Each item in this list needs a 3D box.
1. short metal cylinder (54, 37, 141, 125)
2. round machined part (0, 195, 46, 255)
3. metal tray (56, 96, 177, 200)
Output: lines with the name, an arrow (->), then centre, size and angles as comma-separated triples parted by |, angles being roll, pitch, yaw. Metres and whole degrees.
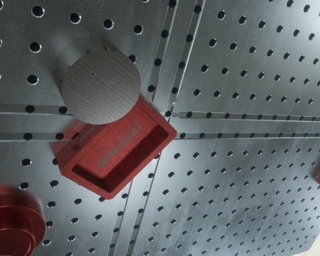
short metal cylinder -> -0.067, -0.050, 0.328 | 0.081, 0.050, 0.079 | -14, 124, -21
round machined part -> -0.191, 0.133, 0.379 | 0.099, 0.042, 0.097 | -14, 125, -21
metal tray -> -0.052, 0.023, 0.394 | 0.130, 0.030, 0.090 | -45, 130, 3
